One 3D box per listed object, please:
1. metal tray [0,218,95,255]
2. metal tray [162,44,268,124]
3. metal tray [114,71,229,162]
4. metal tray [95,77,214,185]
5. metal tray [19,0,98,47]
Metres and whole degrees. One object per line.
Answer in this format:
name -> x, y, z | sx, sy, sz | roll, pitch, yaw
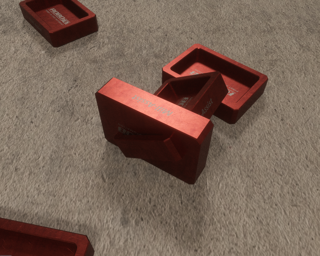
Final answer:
metal tray -> -0.138, 0.135, 0.284 | 0.131, 0.030, 0.090 | 9, 50, 7
metal tray -> 0.079, -0.070, 0.459 | 0.130, 0.030, 0.090 | 33, 57, 24
metal tray -> 0.015, -0.017, 0.378 | 0.090, 0.030, 0.130 | -1, 40, 44
metal tray -> -0.008, 0.005, 0.356 | 0.130, 0.089, 0.030 | 26, 56, 19
metal tray -> -0.187, -0.206, 0.569 | 0.091, 0.030, 0.130 | -32, 57, -25
